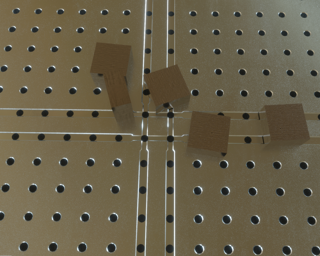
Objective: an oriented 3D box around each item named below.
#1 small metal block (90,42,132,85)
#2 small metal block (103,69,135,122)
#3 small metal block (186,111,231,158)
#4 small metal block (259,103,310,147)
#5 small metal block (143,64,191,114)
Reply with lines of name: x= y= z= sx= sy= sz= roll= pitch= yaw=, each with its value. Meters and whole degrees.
small metal block: x=-0.069 y=-0.092 z=0.445 sx=0.050 sy=0.025 sz=0.050 roll=6 pitch=70 yaw=2
small metal block: x=-0.054 y=-0.042 z=0.414 sx=0.025 sy=0.050 sz=0.050 roll=-15 pitch=71 yaw=-5
small metal block: x=0.063 y=0.009 z=0.409 sx=0.050 sy=0.025 sz=0.050 roll=9 pitch=70 yaw=3
small metal block: x=0.165 y=-0.004 z=0.414 sx=0.050 sy=0.025 sz=0.050 roll=-3 pitch=70 yaw=-1
small metal block: x=0.009 y=-0.054 z=0.432 sx=0.050 sy=0.025 sz=0.050 roll=-19 pitch=71 yaw=-7
